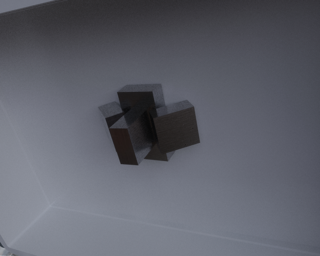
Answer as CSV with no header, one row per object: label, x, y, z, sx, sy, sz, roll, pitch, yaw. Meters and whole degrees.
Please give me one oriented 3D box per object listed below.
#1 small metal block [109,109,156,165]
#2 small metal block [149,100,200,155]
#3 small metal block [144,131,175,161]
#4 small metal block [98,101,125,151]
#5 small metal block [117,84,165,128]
small metal block,-0.032,0.010,0.380,0.025,0.050,0.050,0,119,27
small metal block,0.018,-0.001,0.381,0.050,0.025,0.050,-17,117,-8
small metal block,-0.011,0.016,0.421,0.050,0.025,0.050,3,120,27
small metal block,-0.060,-0.003,0.419,0.050,0.025,0.050,-137,29,-60
small metal block,-0.022,-0.028,0.399,0.050,0.025,0.050,2,120,26
